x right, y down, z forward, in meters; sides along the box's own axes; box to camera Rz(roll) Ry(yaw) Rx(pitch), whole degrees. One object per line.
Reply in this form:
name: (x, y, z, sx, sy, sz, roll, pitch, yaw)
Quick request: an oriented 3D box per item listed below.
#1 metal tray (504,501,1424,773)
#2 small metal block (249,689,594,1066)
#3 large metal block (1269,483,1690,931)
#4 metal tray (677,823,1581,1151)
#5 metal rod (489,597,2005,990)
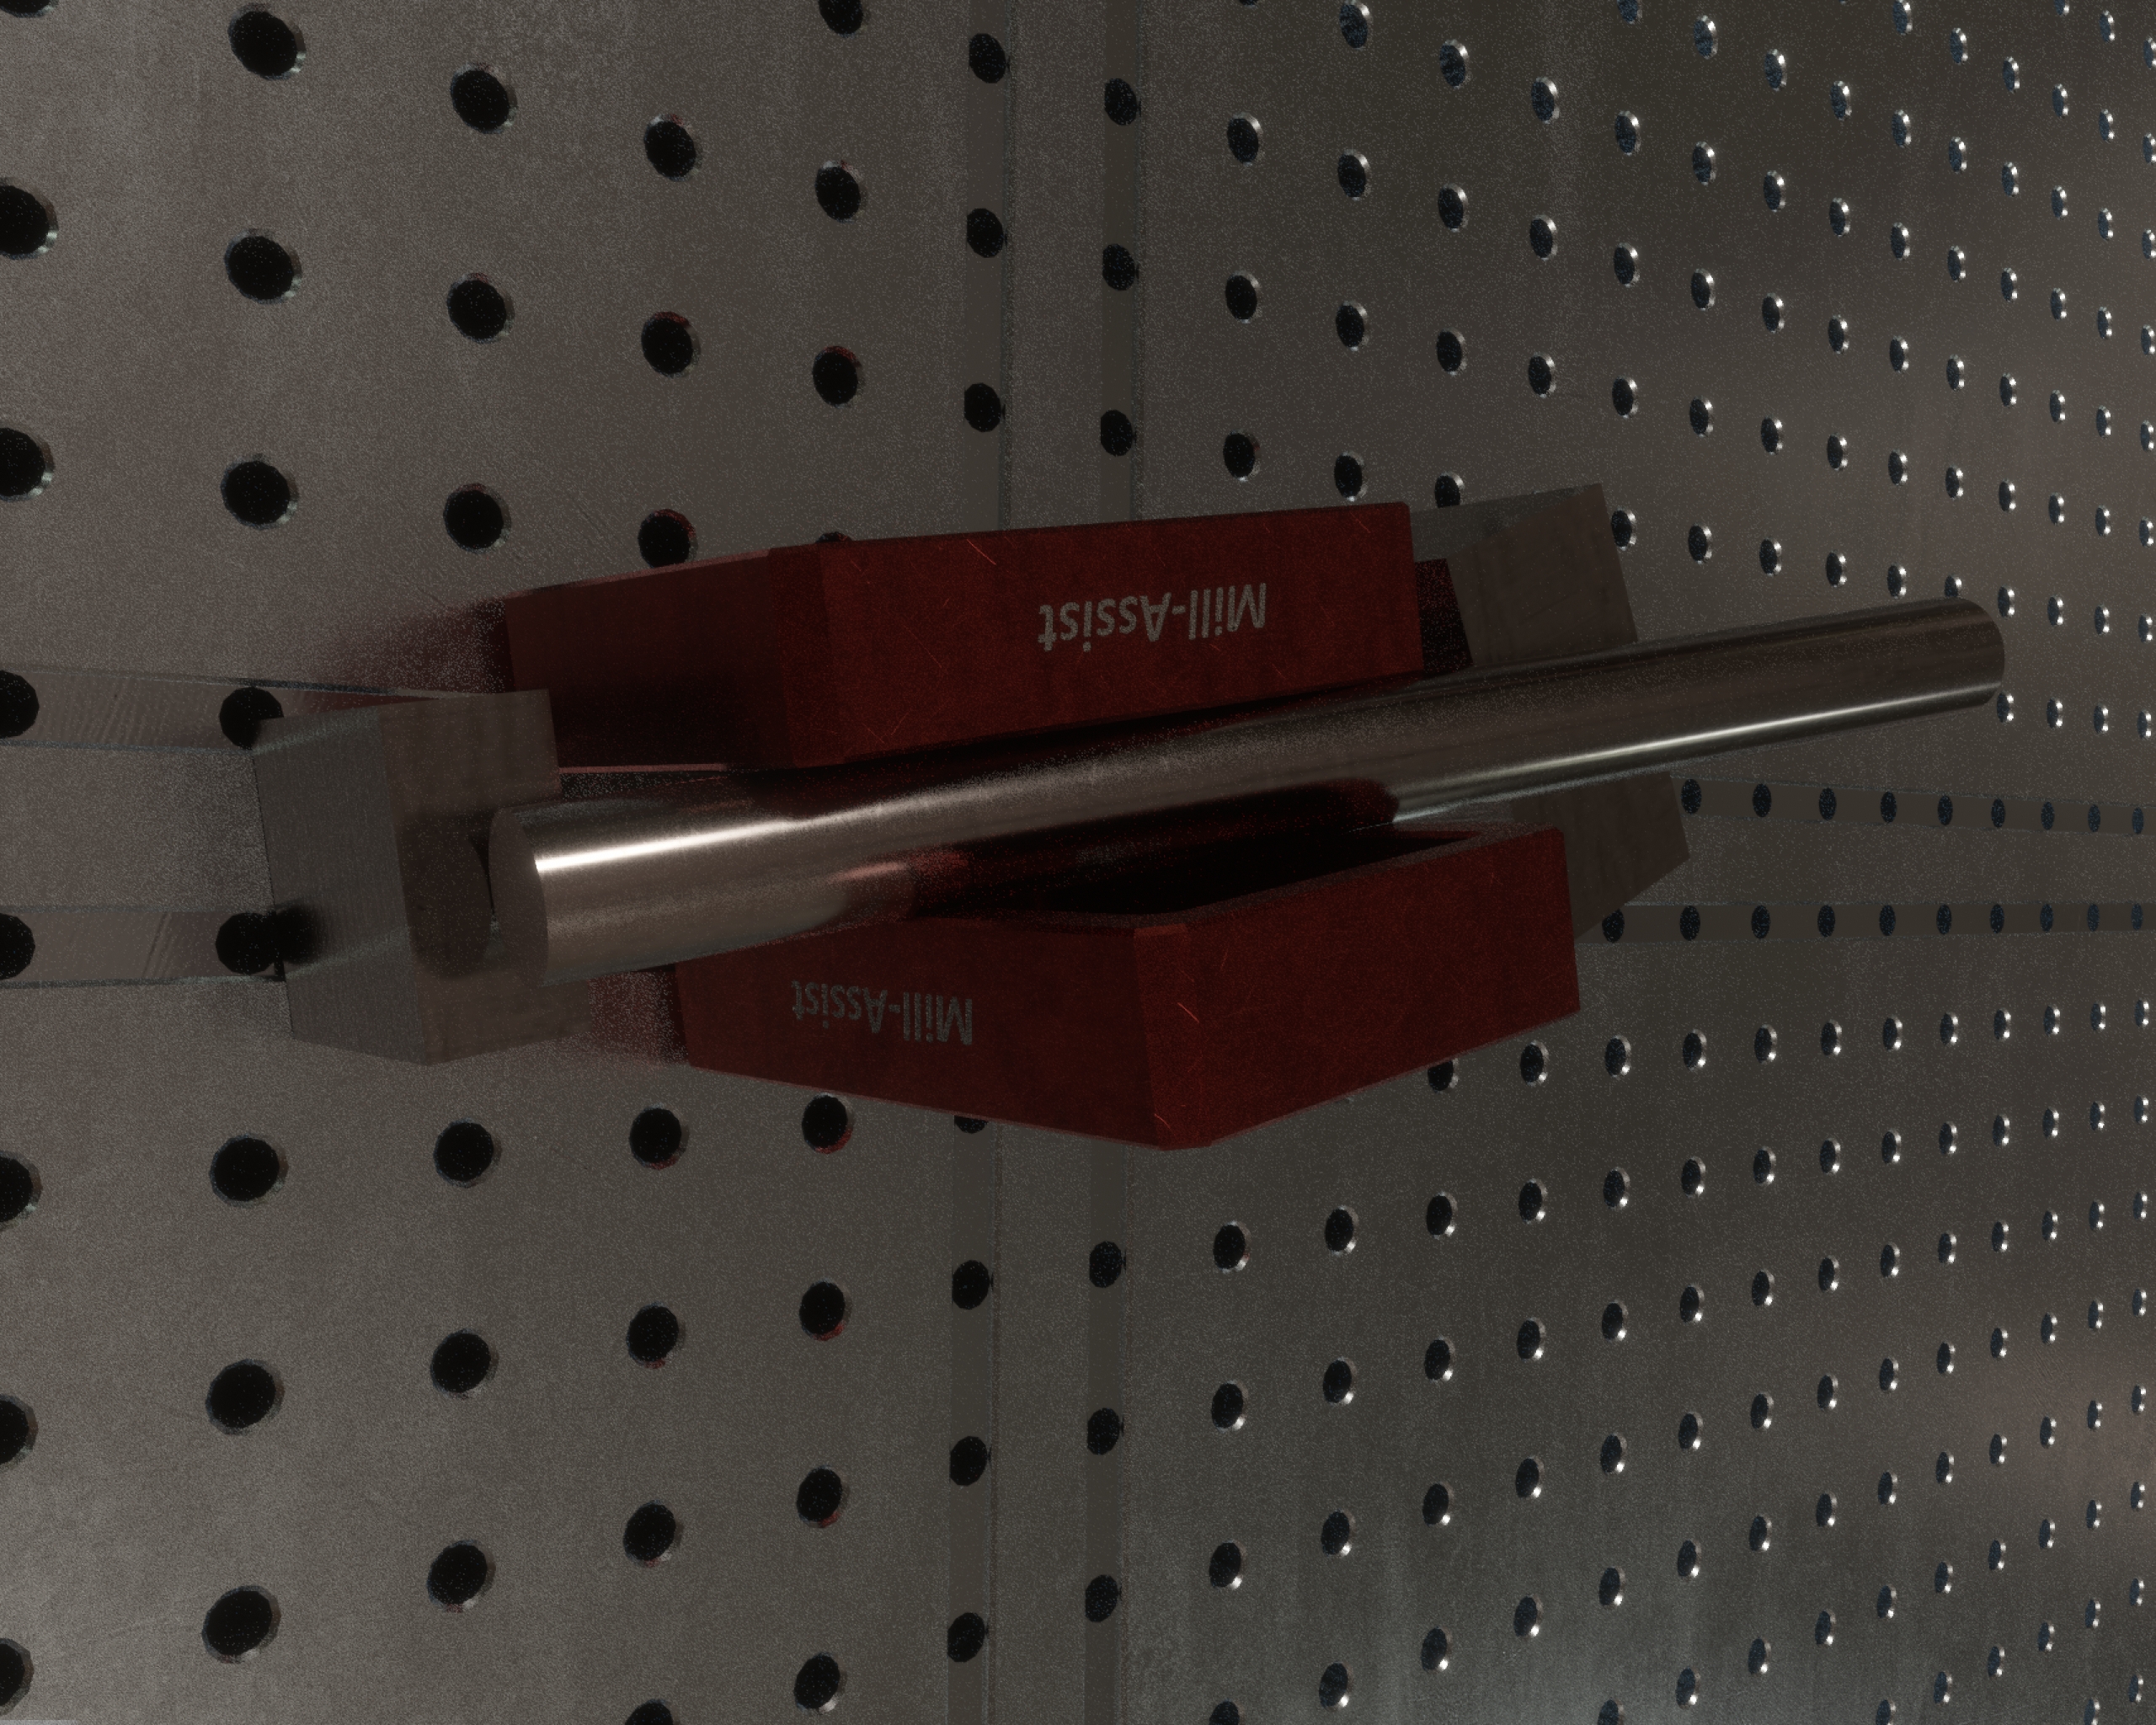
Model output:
metal tray: (-0.017, -0.039, 0.353, 0.131, 0.090, 0.030, -12, 99, -40)
small metal block: (-0.099, 0.001, 0.311, 0.025, 0.050, 0.050, -11, 97, -40)
large metal block: (0.070, -0.028, 0.433, 0.050, 0.080, 0.080, -29, 108, -37)
metal tray: (0.004, 0.015, 0.346, 0.091, 0.130, 0.030, -13, 99, -40)
metal rod: (0.053, -0.019, 0.357, 0.303, 0.025, 0.025, -11, 97, -30)
